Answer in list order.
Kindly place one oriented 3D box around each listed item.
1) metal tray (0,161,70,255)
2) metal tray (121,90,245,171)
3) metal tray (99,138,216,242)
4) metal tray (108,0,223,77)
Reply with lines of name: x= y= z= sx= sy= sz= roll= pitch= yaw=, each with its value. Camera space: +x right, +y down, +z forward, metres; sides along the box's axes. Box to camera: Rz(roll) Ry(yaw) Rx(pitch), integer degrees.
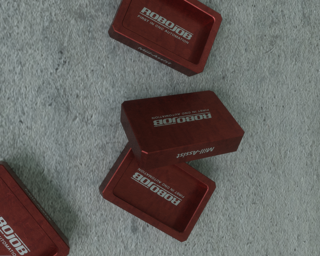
metal tray: x=-0.175 y=0.113 z=0.341 sx=0.090 sy=0.030 sz=0.130 roll=-36 pitch=102 yaw=-16
metal tray: x=0.026 y=-0.002 z=0.385 sx=0.131 sy=0.090 sz=0.030 roll=-9 pitch=136 yaw=-20
metal tray: x=-0.001 y=0.078 z=0.405 sx=0.130 sy=0.030 sz=0.090 roll=35 pitch=79 yaw=-17
metal tray: x=0.009 y=-0.136 z=0.409 sx=0.131 sy=0.030 sz=0.090 roll=23 pitch=82 yaw=-19
